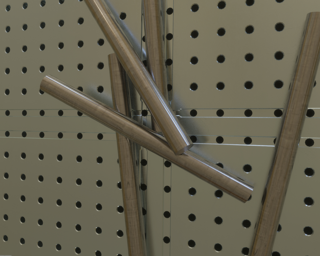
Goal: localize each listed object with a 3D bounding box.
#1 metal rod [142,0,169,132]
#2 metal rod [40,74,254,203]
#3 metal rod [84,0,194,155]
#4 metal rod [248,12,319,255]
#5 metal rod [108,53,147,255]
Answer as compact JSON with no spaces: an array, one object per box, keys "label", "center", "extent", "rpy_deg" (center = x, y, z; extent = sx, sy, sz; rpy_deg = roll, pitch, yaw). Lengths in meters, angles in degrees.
[{"label":"metal rod","center":[-0.009,-0.144,0.415],"extent":[0.025,0.025,0.298],"rpy_deg":[-5,88,19]},{"label":"metal rod","center":[-0.023,0.009,0.397],"extent":[0.301,0.025,0.025],"rpy_deg":[28,99,9]},{"label":"metal rod","center":[-0.044,-0.097,0.407],"extent":[0.025,0.025,0.299],"rpy_deg":[-36,72,16]},{"label":"metal rod","center":[0.148,0.019,0.360],"extent":[0.025,0.025,0.298],"rpy_deg":[14,94,19]},{"label":"metal rod","center":[-0.044,0.047,0.427],"extent":[0.025,0.025,0.298],"rpy_deg":[-7,88,19]}]
